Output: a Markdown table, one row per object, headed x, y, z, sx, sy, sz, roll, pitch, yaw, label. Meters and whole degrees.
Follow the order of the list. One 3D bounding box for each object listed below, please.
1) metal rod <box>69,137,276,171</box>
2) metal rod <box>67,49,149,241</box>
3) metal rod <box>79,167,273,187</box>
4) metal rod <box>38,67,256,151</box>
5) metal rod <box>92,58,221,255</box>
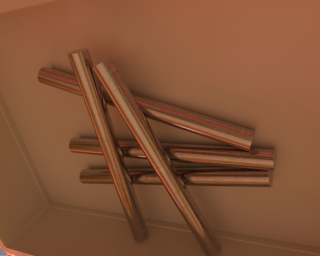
| x | y | z | sx | sy | sz | roll | pitch | yaw | label |
| --- | --- | --- | --- | --- | --- | --- | --- | --- | --- |
| -0.001 | 0.032 | 0.425 | 0.301 | 0.025 | 0.025 | 2 | 119 | 26 | metal rod |
| -0.064 | 0.040 | 0.430 | 0.025 | 0.025 | 0.298 | 0 | 119 | 28 | metal rod |
| 0.003 | 0.070 | 0.447 | 0.300 | 0.025 | 0.025 | -5 | 116 | 30 | metal rod |
| -0.030 | -0.030 | 0.402 | 0.301 | 0.025 | 0.025 | 18 | 126 | 17 | metal rod |
| 0.003 | 0.049 | 0.401 | 0.025 | 0.025 | 0.299 | -19 | 109 | 35 | metal rod |
